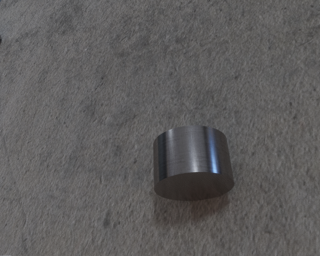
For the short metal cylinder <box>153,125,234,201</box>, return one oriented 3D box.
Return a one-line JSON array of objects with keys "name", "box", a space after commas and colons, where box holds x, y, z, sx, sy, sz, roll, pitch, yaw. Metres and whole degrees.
[{"name": "short metal cylinder", "box": [0.033, 0.040, 0.326, 0.080, 0.080, 0.050, -15, 56, 19]}]
